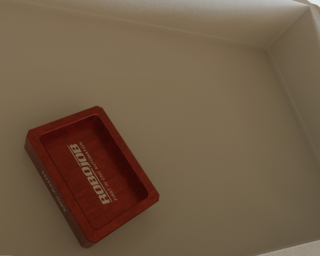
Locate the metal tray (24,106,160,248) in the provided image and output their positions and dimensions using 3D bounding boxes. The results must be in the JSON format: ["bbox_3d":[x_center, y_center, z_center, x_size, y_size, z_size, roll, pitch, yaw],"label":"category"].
[{"bbox_3d":[-0.072,0.047,0.334,0.091,0.030,0.130,-26,76,-37],"label":"metal tray"}]
